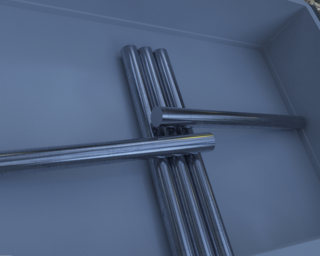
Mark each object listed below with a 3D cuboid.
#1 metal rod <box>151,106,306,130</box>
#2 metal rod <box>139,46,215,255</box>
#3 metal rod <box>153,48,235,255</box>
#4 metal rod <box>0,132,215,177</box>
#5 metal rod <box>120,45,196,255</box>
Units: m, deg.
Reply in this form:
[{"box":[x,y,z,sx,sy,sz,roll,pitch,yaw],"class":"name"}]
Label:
[{"box":[0.120,-0.011,0.455,0.302,0.025,0.025,1,61,-35],"class":"metal rod"},{"box":[0.014,0.018,0.402,0.025,0.025,0.299,-1,62,-29],"class":"metal rod"},{"box":[0.036,0.018,0.414,0.025,0.025,0.299,-1,62,-29],"class":"metal rod"},{"box":[-0.076,0.028,0.326,0.303,0.025,0.025,-4,64,-24],"class":"metal rod"},{"box":[-0.008,0.019,0.390,0.025,0.025,0.299,-1,62,-29],"class":"metal rod"}]
